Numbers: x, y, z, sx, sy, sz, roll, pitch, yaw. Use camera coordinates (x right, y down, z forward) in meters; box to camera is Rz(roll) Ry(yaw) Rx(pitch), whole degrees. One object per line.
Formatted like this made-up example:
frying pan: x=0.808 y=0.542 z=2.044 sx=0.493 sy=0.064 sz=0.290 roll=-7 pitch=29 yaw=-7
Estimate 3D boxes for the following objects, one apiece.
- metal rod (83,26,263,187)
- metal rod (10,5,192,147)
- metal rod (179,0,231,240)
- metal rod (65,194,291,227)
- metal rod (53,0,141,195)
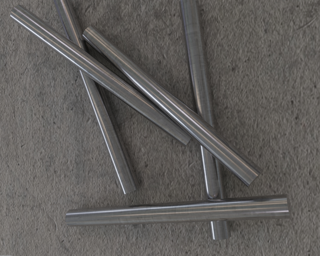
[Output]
metal rod: x=0.001 y=-0.040 z=0.389 sx=0.300 sy=0.025 sz=0.025 roll=43 pitch=104 yaw=22
metal rod: x=-0.080 y=-0.073 z=0.416 sx=0.300 sy=0.025 sz=0.025 roll=36 pitch=102 yaw=8
metal rod: x=0.056 y=-0.014 z=0.389 sx=0.025 sy=0.025 sz=0.298 roll=-8 pitch=87 yaw=20
metal rod: x=0.002 y=0.107 z=0.388 sx=0.300 sy=0.025 sz=0.025 roll=-11 pitch=86 yaw=26
metal rod: x=-0.092 y=-0.052 z=0.441 sx=0.025 sy=0.025 sz=0.299 roll=-24 pitch=82 yaw=18
